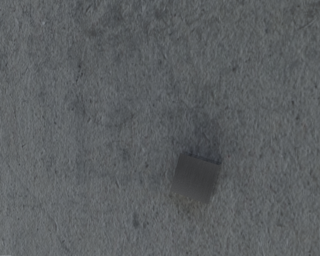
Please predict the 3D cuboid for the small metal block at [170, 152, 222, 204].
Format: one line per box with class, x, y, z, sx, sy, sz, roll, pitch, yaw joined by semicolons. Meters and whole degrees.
small metal block;0.046;0.062;0.393;0.050;0.025;0.050;16;95;19
